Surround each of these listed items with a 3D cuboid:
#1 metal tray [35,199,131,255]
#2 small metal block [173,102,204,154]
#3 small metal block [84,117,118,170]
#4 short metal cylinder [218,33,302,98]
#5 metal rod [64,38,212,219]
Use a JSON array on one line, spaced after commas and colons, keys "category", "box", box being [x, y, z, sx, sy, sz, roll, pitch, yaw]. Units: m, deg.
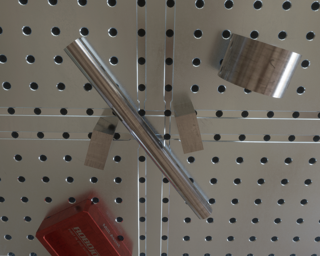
[{"category": "metal tray", "box": [-0.113, 0.183, 0.476, 0.090, 0.030, 0.130, -27, 108, 9]}, {"category": "small metal block", "box": [0.036, -0.002, 0.400, 0.025, 0.050, 0.050, -13, 110, 4]}, {"category": "small metal block", "box": [-0.076, 0.019, 0.406, 0.025, 0.050, 0.050, 16, 109, -6]}, {"category": "short metal cylinder", "box": [0.114, -0.073, 0.359, 0.080, 0.080, 0.050, 16, 109, -6]}, {"category": "metal rod", "box": [-0.020, 0.012, 0.417, 0.025, 0.025, 0.300, -34, 107, 11]}]
